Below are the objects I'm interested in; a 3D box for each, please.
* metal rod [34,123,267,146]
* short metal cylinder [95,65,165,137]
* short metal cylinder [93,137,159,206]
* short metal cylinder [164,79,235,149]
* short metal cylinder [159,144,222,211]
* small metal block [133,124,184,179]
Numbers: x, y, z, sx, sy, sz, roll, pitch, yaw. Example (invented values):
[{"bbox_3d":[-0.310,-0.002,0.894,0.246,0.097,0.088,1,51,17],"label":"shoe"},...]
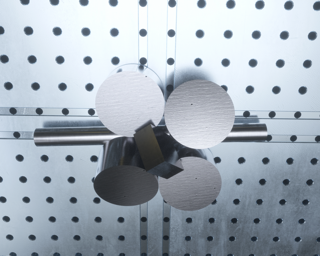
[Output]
[{"bbox_3d":[-0.012,0.009,0.412,0.302,0.025,0.025,-1,110,0],"label":"metal rod"},{"bbox_3d":[-0.035,-0.035,0.383,0.081,0.050,0.079,0,110,0],"label":"short metal cylinder"},{"bbox_3d":[-0.042,0.057,0.404,0.081,0.050,0.079,-1,130,-1],"label":"short metal cylinder"},{"bbox_3d":[0.045,-0.015,0.377,0.081,0.050,0.080,0,87,0],"label":"short metal cylinder"},{"bbox_3d":[0.039,0.064,0.420,0.081,0.050,0.079,0,110,0],"label":"short metal cylinder"},{"bbox_3d":[-0.001,0.029,0.369,0.025,0.050,0.050,-32,149,17],"label":"small metal block"}]
